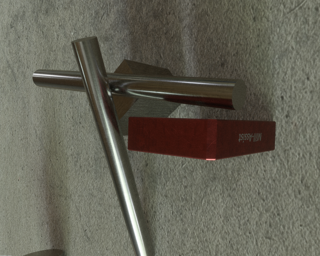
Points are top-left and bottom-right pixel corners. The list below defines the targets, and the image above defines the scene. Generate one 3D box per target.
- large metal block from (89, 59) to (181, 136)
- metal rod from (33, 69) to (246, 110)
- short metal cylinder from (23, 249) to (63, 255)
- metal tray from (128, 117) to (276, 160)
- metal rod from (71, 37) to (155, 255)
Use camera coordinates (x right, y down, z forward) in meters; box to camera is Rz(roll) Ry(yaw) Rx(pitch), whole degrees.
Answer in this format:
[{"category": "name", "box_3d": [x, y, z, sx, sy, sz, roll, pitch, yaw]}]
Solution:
[{"category": "large metal block", "box_3d": [-0.027, -0.034, 0.390, 0.080, 0.081, 0.050, -44, 64, 31]}, {"category": "metal rod", "box_3d": [-0.052, -0.048, 0.341, 0.300, 0.025, 0.025, 11, 97, 39]}, {"category": "short metal cylinder", "box_3d": [-0.208, 0.248, 0.537, 0.080, 0.081, 0.050, -11, 83, 39]}, {"category": "metal tray", "box_3d": [0.045, 0.006, 0.298, 0.090, 0.131, 0.030, 3, 92, 39]}, {"category": "metal rod", "box_3d": [-0.046, 0.048, 0.359, 0.025, 0.025, 0.298, 10, 123, 39]}]
